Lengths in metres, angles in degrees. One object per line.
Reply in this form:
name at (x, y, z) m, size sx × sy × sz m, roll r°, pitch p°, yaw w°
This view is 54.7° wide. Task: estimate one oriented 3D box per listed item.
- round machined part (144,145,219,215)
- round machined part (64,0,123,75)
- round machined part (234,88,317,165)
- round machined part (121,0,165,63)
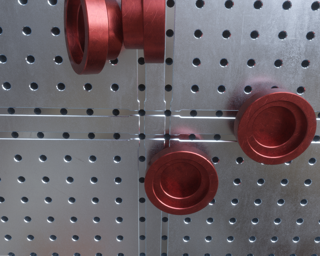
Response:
round machined part at (0.028, 0.068, 0.430) m, size 0.099 × 0.042 × 0.097 m, roll 0°, pitch 110°, yaw -1°
round machined part at (-0.073, -0.109, 0.340) m, size 0.042 × 0.098 × 0.097 m, roll -8°, pitch 113°, yaw -28°
round machined part at (0.146, -0.004, 0.405) m, size 0.099 × 0.042 × 0.097 m, roll 0°, pitch 110°, yaw -1°
round machined part at (-0.017, -0.119, 0.331) m, size 0.042 × 0.098 × 0.097 m, roll 0°, pitch 110°, yaw -1°
